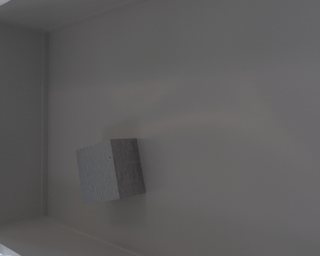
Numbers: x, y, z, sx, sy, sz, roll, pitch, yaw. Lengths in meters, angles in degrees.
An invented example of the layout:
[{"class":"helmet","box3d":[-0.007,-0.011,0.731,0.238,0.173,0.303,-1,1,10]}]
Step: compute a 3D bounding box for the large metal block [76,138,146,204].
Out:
[{"class":"large metal block","box3d":[-0.073,0.063,0.452,0.080,0.050,0.080,-18,79,39]}]
